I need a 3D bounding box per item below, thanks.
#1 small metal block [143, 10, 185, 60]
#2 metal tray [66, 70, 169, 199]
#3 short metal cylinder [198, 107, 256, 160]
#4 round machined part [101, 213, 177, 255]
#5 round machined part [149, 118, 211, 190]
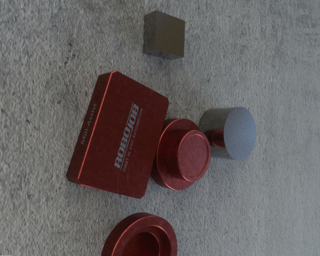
[{"bbox_3d":[0.006,-0.121,0.411,0.050,0.025,0.050,3,88,-40],"label":"small metal block"},{"bbox_3d":[-0.045,0.010,0.365,0.090,0.030,0.130,24,75,-38],"label":"metal tray"},{"bbox_3d":[0.104,0.008,0.478,0.081,0.050,0.079,0,90,-40],"label":"short metal cylinder"},{"bbox_3d":[-0.029,0.151,0.372,0.099,0.042,0.097,0,90,-40],"label":"round machined part"},{"bbox_3d":[0.032,0.035,0.418,0.099,0.042,0.097,-2,93,-44],"label":"round machined part"}]
